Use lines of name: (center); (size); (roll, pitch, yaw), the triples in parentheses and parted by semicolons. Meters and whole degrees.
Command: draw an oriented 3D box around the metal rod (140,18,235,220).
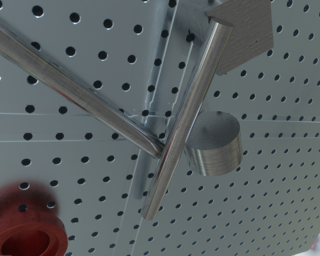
metal rod: (0.023, 0.012, 0.392); (0.025, 0.025, 0.298); (-1, 128, -28)

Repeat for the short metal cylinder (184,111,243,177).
short metal cylinder: (0.072, 0.020, 0.430); (0.080, 0.080, 0.050); (-27, 128, -12)

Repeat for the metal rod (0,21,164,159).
metal rod: (-0.092, -0.039, 0.337); (0.025, 0.025, 0.301); (-48, 130, 5)

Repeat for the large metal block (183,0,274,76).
large metal block: (0.083, -0.121, 0.367); (0.080, 0.050, 0.080); (-29, 129, -10)

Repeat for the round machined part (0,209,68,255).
round machined part: (-0.172, 0.143, 0.396); (0.099, 0.042, 0.097); (-14, 125, -21)
